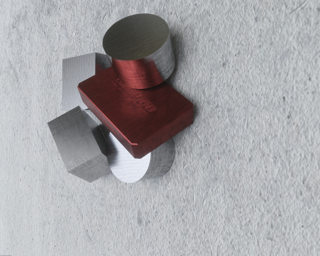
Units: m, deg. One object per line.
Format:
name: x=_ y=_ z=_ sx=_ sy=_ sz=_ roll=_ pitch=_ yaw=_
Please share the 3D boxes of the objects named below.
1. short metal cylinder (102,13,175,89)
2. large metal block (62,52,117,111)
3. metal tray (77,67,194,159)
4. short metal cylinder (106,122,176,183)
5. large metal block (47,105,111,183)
short metal cylinder: x=-0.024 y=-0.095 z=0.384 sx=0.080 sy=0.050 sz=0.080 roll=-6 pitch=57 yaw=9
large metal block: x=-0.105 y=-0.066 z=0.474 sx=0.080 sy=0.050 sz=0.080 roll=1 pitch=91 yaw=40
metal tray: x=-0.032 y=-0.032 z=0.392 sx=0.130 sy=0.091 sz=0.030 roll=43 pitch=156 yaw=31
short metal cylinder: x=-0.026 y=0.030 z=0.412 sx=0.080 sy=0.050 sz=0.080 roll=0 pitch=90 yaw=40
large metal block: x=-0.109 y=0.026 z=0.452 sx=0.050 sy=0.080 sz=0.080 roll=-30 pitch=68 yaw=-2
